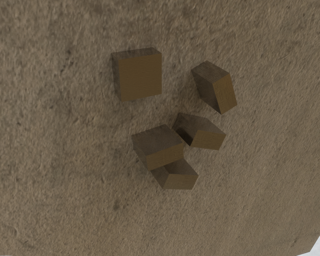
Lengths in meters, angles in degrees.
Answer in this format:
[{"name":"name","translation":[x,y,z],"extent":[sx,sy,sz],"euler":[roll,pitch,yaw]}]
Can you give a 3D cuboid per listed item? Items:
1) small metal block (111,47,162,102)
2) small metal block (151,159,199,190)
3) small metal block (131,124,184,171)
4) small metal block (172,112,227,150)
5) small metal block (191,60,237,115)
[{"name":"small metal block","translation":[-0.026,-0.062,0.356],"extent":[0.050,0.025,0.050],"euler":[-14,125,-21]},{"name":"small metal block","translation":[0.018,0.062,0.441],"extent":[0.050,0.050,0.025],"euler":[9,114,-33]},{"name":"small metal block","translation":[-0.004,0.024,0.405],"extent":[0.050,0.050,0.025],"euler":[-19,126,-18]},{"name":"small metal block","translation":[0.053,0.005,0.424],"extent":[0.050,0.050,0.025],"euler":[9,114,-33]},{"name":"small metal block","translation":[0.070,-0.053,0.398],"extent":[0.025,0.050,0.050],"euler":[-32,129,-8]}]
